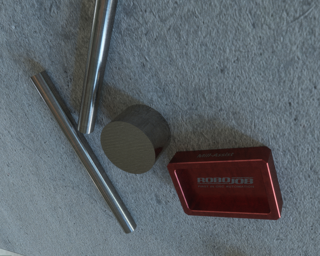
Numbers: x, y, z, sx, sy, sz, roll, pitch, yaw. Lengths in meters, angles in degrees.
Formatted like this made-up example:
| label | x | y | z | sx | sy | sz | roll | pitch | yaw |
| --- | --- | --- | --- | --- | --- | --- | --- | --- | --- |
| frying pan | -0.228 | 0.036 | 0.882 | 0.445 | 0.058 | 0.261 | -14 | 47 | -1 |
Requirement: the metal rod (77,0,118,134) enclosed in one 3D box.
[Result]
| label | x | y | z | sx | sy | sz | roll | pitch | yaw |
| --- | --- | --- | --- | --- | --- | --- | --- | --- | --- |
| metal rod | -0.072 | -0.111 | 0.375 | 0.025 | 0.025 | 0.298 | 28 | 128 | 11 |

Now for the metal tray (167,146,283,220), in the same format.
| label | x | y | z | sx | sy | sz | roll | pitch | yaw |
| --- | --- | --- | --- | --- | --- | --- | --- | --- | --- |
| metal tray | 0.083 | 0.073 | 0.404 | 0.130 | 0.030 | 0.090 | -6 | 116 | 31 |

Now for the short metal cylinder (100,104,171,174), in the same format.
| label | x | y | z | sx | sy | sz | roll | pitch | yaw |
| --- | --- | --- | --- | --- | --- | --- | --- | --- | --- |
| short metal cylinder | -0.032 | 0.015 | 0.417 | 0.080 | 0.050 | 0.079 | 13 | 124 | 21 |

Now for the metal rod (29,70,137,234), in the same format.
| label | x | y | z | sx | sy | sz | roll | pitch | yaw |
| --- | --- | --- | --- | --- | --- | --- | --- | --- | --- |
| metal rod | -0.116 | 0.049 | 0.497 | 0.025 | 0.025 | 0.299 | -14 | 111 | 34 |
